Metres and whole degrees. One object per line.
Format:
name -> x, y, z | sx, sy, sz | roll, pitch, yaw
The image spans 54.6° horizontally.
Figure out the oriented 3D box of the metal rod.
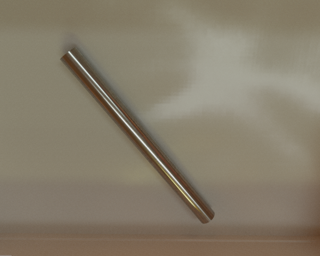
metal rod -> -0.020, 0.020, 0.418 | 0.025, 0.025, 0.300 | -36, 107, 12
